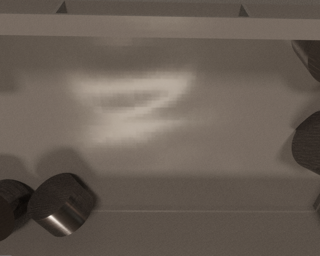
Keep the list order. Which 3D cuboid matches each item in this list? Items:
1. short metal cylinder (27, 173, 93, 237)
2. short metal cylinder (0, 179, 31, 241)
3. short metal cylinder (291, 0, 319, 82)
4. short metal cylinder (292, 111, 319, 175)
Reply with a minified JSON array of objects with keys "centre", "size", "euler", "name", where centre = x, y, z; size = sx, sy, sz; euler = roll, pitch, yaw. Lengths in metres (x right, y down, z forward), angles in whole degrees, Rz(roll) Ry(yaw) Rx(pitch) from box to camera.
[{"centre":[-0.150,0.116,0.469],"size":[0.080,0.080,0.050],"euler":[-19,128,15],"name":"short metal cylinder"},{"centre":[-0.245,0.125,0.473],"size":[0.080,0.050,0.079],"euler":[1,100,7],"name":"short metal cylinder"},{"centre":[0.185,-0.091,0.318],"size":[0.081,0.050,0.079],"euler":[0,130,0],"name":"short metal cylinder"},{"centre":[0.219,0.023,0.396],"size":[0.050,0.080,0.080],"euler":[25,126,-20],"name":"short metal cylinder"}]
